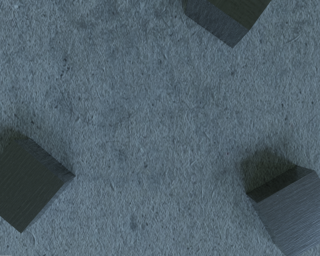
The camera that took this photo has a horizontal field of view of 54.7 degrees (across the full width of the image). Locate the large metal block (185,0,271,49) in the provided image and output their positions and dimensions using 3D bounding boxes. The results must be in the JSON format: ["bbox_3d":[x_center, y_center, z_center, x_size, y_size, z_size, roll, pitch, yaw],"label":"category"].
[{"bbox_3d":[0.081,-0.152,0.383,0.080,0.080,0.050,35,90,0],"label":"large metal block"}]

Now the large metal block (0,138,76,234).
[{"bbox_3d":[-0.171,0.070,0.396,0.080,0.050,0.080,40,90,0],"label":"large metal block"}]

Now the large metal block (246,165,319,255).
[{"bbox_3d":[0.172,0.105,0.399,0.080,0.050,0.080,-30,90,0],"label":"large metal block"}]
